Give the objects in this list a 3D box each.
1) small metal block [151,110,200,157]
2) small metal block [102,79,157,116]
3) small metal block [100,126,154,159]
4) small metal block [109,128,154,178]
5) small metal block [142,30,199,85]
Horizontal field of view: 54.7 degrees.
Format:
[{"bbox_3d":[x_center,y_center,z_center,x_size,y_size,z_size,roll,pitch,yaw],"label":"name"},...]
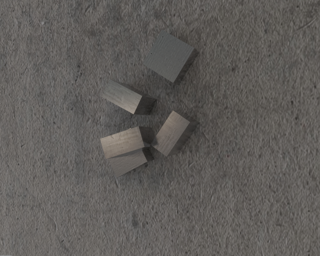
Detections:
[{"bbox_3d":[0.020,0.006,0.388,0.025,0.050,0.050,36,102,16],"label":"small metal block"},{"bbox_3d":[-0.039,-0.040,0.410,0.050,0.050,0.025,29,100,17],"label":"small metal block"},{"bbox_3d":[-0.037,0.018,0.382,0.050,0.050,0.025,-18,83,15],"label":"small metal block"},{"bbox_3d":[-0.044,0.033,0.424,0.050,0.025,0.050,-30,81,17],"label":"small metal block"},{"bbox_3d":[0.014,-0.091,0.404,0.050,0.025,0.050,35,101,16],"label":"small metal block"}]
